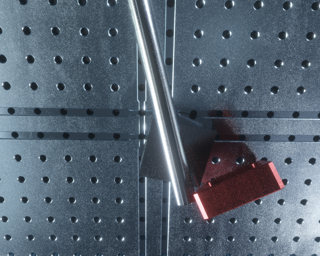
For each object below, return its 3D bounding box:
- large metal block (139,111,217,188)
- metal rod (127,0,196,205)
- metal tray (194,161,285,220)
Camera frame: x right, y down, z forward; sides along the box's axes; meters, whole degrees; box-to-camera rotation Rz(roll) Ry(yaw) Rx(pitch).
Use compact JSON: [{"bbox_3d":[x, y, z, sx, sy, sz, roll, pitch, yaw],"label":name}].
[{"bbox_3d":[0.021,0.025,0.410,0.081,0.050,0.079,12,110,-5],"label":"large metal block"},{"bbox_3d":[-0.004,-0.058,0.353,0.025,0.025,0.298,-13,95,4],"label":"metal rod"},{"bbox_3d":[0.095,0.072,0.386,0.090,0.130,0.030,-25,80,9],"label":"metal tray"}]
